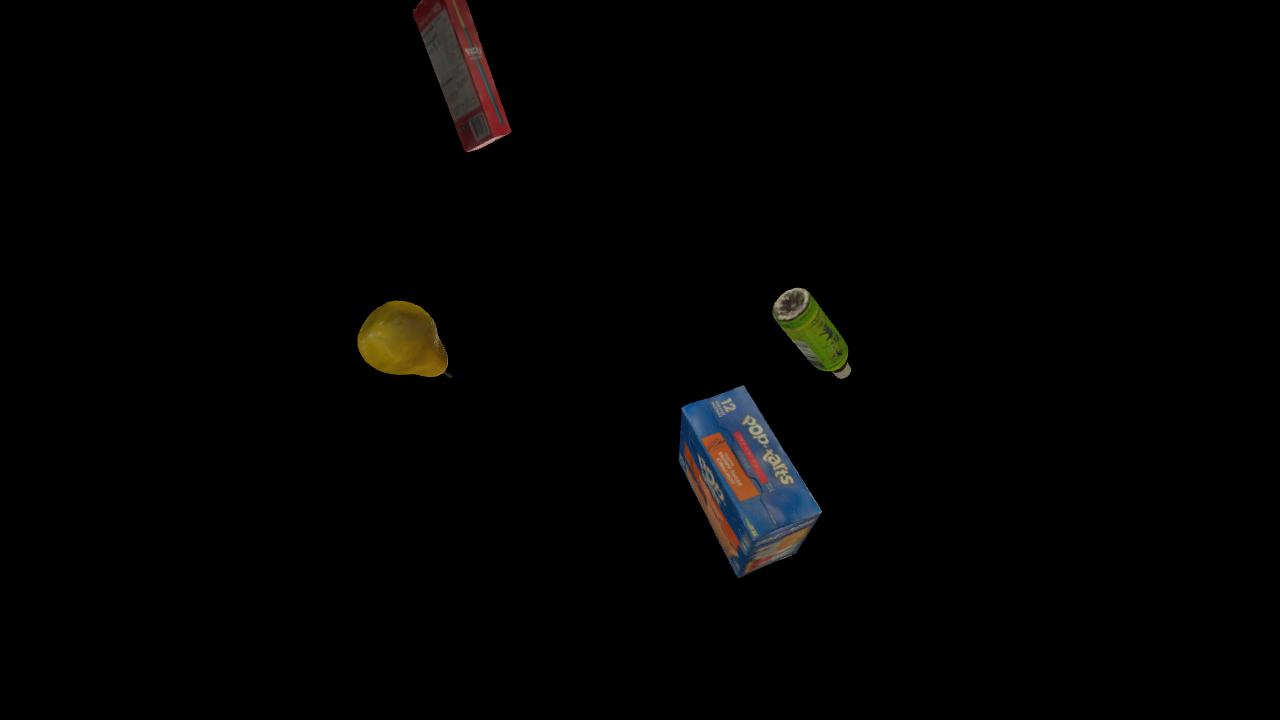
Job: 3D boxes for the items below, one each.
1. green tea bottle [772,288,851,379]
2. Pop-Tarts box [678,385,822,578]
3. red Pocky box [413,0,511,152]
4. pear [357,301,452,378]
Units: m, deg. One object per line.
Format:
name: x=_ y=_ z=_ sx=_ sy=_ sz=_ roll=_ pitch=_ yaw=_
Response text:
green tea bottle: x=0.302 y=-0.035 z=1.045 sx=0.073 sy=0.073 sz=0.212 roll=0 pitch=-32 yaw=43
Pop-Tarts box: x=0.115 y=0.141 z=0.706 sx=0.083 sy=0.167 sz=0.141 roll=-20 pitch=-32 yaw=-12
red Pocky box: x=-0.194 y=-0.315 z=0.672 sx=0.028 sy=0.155 sz=0.083 roll=-29 pitch=21 yaw=-31
pear: x=-0.232 y=-0.009 z=0.639 sx=0.080 sy=0.080 sz=0.111 roll=0 pitch=-32 yaw=48
